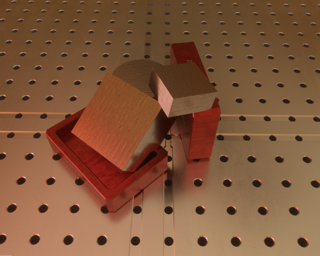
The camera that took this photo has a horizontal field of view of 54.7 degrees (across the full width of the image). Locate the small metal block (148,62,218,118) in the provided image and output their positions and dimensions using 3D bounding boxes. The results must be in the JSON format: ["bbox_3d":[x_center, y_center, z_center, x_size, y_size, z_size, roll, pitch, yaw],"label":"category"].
[{"bbox_3d":[0.023,-0.041,0.320,0.050,0.025,0.050,-11,51,-24],"label":"small metal block"}]

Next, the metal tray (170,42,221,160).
[{"bbox_3d":[0.039,-0.036,0.396,0.030,0.089,0.130,-7,51,-6],"label":"metal tray"}]

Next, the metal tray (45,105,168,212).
[{"bbox_3d":[-0.065,0.026,0.380,0.091,0.030,0.130,-36,59,-27],"label":"metal tray"}]

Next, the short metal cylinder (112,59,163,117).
[{"bbox_3d":[-0.026,-0.051,0.434,0.081,0.050,0.080,0,50,0],"label":"short metal cylinder"}]

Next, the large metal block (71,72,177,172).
[{"bbox_3d":[-0.039,-0.005,0.355,0.080,0.050,0.080,32,92,23],"label":"large metal block"}]
